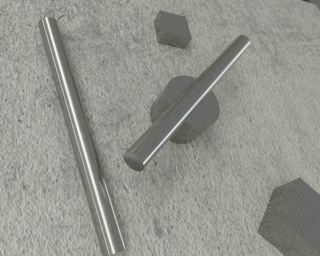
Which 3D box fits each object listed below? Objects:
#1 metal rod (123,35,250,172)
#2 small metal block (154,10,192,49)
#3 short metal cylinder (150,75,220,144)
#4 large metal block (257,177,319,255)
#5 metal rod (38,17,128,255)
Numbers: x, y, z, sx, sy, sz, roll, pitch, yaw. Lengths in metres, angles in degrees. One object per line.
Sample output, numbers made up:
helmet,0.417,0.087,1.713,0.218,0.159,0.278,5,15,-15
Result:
metal rod,0.053,-0.052,0.401,0.025,0.025,0.301,43,51,0
small metal block,0.021,-0.164,0.517,0.050,0.025,0.050,5,60,-26
short metal cylinder,0.033,-0.024,0.422,0.081,0.050,0.080,14,56,-21
large metal block,0.189,0.128,0.414,0.080,0.050,0.080,41,51,-1
metal rod,-0.096,-0.007,0.356,0.025,0.025,0.299,-8,66,-32
